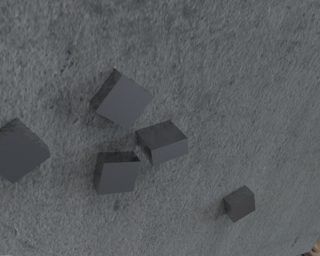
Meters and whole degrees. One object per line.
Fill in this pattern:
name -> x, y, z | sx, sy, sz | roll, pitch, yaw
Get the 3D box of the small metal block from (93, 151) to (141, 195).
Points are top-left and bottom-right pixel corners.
small metal block -> -0.058, 0.059, 0.413 | 0.050, 0.025, 0.050 | 1, 118, -29

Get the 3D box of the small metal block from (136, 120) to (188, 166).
small metal block -> 0.002, 0.018, 0.405 | 0.050, 0.050, 0.025 | -18, 126, -19

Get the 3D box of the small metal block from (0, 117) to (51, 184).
small metal block -> -0.158, 0.025, 0.337 | 0.050, 0.025, 0.050 | -37, 130, -4

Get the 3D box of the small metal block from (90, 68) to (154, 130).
small metal block -> -0.045, -0.033, 0.363 | 0.050, 0.025, 0.050 | 31, 101, -39

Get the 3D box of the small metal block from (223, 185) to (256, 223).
small metal block -> 0.149, 0.143, 0.580 | 0.050, 0.025, 0.050 | -26, 128, -12
